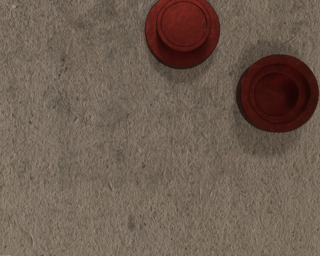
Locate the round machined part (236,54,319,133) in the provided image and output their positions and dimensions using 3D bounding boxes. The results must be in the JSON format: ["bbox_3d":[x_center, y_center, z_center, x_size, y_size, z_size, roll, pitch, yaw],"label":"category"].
[{"bbox_3d":[0.148,-0.043,0.403,0.099,0.042,0.097,0,90,-1],"label":"round machined part"}]

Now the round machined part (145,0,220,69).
[{"bbox_3d":[0.030,-0.128,0.402,0.099,0.042,0.097,0,90,-1],"label":"round machined part"}]
